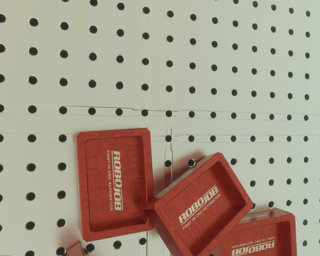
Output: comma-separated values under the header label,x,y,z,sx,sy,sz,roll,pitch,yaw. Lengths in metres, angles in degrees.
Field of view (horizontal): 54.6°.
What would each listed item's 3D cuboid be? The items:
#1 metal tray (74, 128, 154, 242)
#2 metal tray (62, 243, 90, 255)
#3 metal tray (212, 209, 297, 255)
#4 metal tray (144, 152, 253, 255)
label,x,y,z,sx,sy,sz,roll,pitch,yaw
metal tray,-0.056,0.067,0.389,0.091,0.030,0.129,-4,91,-20
metal tray,-0.065,0.204,0.354,0.030,0.090,0.130,-34,101,-17
metal tray,0.141,0.177,0.461,0.131,0.030,0.090,-4,92,-20
metal tray,0.054,0.101,0.402,0.131,0.030,0.090,-32,90,-34
